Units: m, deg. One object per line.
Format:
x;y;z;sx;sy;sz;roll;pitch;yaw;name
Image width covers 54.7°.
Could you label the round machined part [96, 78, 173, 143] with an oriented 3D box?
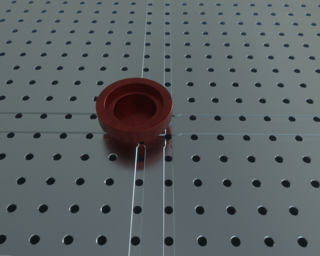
-0.033;-0.019;0.412;0.099;0.042;0.098;0;50;0;round machined part
